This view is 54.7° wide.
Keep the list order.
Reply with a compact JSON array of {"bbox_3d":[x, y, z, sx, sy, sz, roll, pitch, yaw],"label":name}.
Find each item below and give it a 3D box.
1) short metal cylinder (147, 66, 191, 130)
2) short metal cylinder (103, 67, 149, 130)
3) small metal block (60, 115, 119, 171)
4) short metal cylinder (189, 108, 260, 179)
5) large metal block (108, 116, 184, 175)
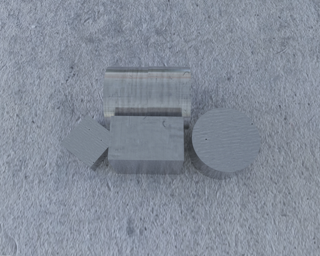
[{"bbox_3d":[0.011,-0.038,0.394,0.050,0.080,0.080,1,70,0],"label":"short metal cylinder"},{"bbox_3d":[-0.040,-0.037,0.394,0.050,0.080,0.080,1,70,0],"label":"short metal cylinder"},{"bbox_3d":[-0.090,0.020,0.402,0.050,0.025,0.050,36,74,12],"label":"small metal block"},{"bbox_3d":[0.078,0.021,0.389,0.081,0.050,0.080,0,70,0],"label":"short metal cylinder"},{"bbox_3d":[-0.015,0.024,0.372,0.081,0.080,0.050,1,70,0],"label":"large metal block"}]
